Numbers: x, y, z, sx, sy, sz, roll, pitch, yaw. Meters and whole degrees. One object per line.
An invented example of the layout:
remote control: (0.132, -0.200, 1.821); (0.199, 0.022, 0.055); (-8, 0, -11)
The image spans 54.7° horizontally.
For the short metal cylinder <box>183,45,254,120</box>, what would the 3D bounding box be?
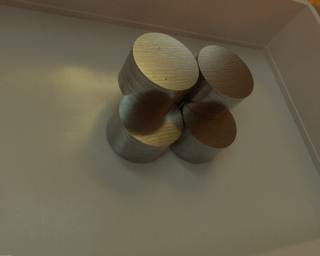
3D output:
short metal cylinder: (0.071, -0.058, 0.395); (0.081, 0.050, 0.080); (14, 56, -21)

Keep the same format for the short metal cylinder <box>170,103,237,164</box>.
short metal cylinder: (0.054, 0.002, 0.415); (0.081, 0.050, 0.080); (14, 56, -21)

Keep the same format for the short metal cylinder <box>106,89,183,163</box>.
short metal cylinder: (-0.019, -0.003, 0.379); (0.081, 0.050, 0.080); (14, 56, -21)

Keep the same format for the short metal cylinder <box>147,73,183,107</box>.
short metal cylinder: (0.005, -0.062, 0.428); (0.081, 0.050, 0.080); (14, 56, -21)

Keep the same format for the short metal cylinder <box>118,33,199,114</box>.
short metal cylinder: (-0.002, -0.063, 0.360); (0.081, 0.050, 0.080); (14, 56, -21)
